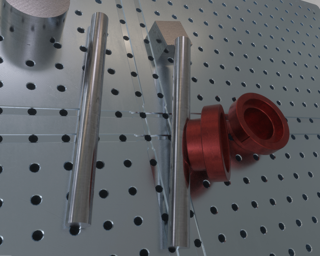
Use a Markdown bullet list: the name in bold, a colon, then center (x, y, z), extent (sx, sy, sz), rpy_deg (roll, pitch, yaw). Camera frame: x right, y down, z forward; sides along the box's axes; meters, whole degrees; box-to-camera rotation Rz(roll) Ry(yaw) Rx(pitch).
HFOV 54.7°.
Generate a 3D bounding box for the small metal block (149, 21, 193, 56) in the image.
- **small metal block**: center (0.017, -0.147, 0.507), extent (0.050, 0.025, 0.050), rpy_deg (-12, 68, -33)

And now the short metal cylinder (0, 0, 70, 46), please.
- **short metal cylinder**: center (-0.162, -0.154, 0.399), extent (0.081, 0.050, 0.080), rpy_deg (14, 56, -21)

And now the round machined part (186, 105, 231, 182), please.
- **round machined part**: center (0.062, 0.020, 0.396), extent (0.042, 0.098, 0.098), rpy_deg (-7, 55, 18)

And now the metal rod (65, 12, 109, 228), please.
- **metal rod**: center (-0.085, -0.033, 0.382), extent (0.025, 0.025, 0.299), rpy_deg (12, 57, -22)

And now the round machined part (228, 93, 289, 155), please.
- **round machined part**: center (0.146, -0.002, 0.477), extent (0.099, 0.042, 0.098), rpy_deg (14, 56, -21)

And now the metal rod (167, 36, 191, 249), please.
- **metal rod**: center (0.028, -0.001, 0.409), extent (0.025, 0.025, 0.299), rpy_deg (14, 60, -20)
